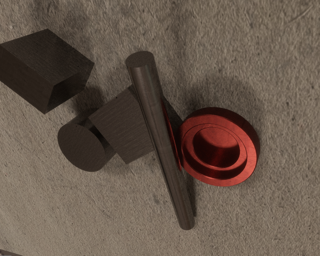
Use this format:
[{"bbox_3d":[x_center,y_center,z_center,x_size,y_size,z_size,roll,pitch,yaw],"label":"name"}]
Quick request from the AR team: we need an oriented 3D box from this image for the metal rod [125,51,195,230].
[{"bbox_3d":[0.012,0.043,0.371,0.025,0.025,0.299,9,140,23],"label":"metal rod"}]

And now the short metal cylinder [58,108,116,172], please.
[{"bbox_3d":[-0.100,0.017,0.452,0.080,0.050,0.079,13,124,20],"label":"short metal cylinder"}]

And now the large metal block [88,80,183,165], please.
[{"bbox_3d":[-0.030,-0.010,0.399,0.080,0.050,0.080,-30,102,37],"label":"large metal block"}]

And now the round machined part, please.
[{"bbox_3d":[0.069,0.018,0.370,0.098,0.042,0.097,13,124,20],"label":"round machined part"}]

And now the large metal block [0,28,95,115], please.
[{"bbox_3d":[-0.147,-0.075,0.400,0.080,0.080,0.050,37,129,3],"label":"large metal block"}]
